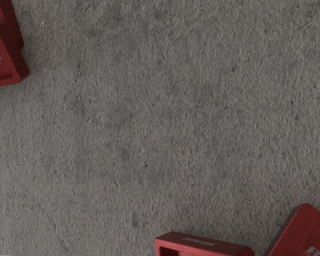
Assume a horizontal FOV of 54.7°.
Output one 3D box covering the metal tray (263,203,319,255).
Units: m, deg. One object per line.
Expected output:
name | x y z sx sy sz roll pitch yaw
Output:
metal tray | 0.181 0.153 0.321 0.130 0.030 0.090 35 74 17

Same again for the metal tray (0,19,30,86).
metal tray | -0.280 -0.105 0.473 0.131 0.030 0.089 -8 119 12

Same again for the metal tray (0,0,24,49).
metal tray | -0.294 -0.151 0.510 0.130 0.030 0.090 -21 83 18

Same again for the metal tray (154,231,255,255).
metal tray | 0.050 0.176 0.356 0.130 0.030 0.089 -11 86 49
